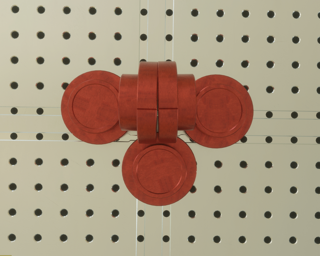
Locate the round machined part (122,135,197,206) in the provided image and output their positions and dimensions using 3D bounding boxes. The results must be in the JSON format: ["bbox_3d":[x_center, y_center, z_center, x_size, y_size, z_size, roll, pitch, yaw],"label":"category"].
[{"bbox_3d":[-0.001,0.054,0.405,0.099,0.042,0.097,0,90,-1],"label":"round machined part"}]

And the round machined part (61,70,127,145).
[{"bbox_3d":[-0.080,-0.027,0.404,0.099,0.042,0.097,0,90,-1],"label":"round machined part"}]

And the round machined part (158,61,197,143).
[{"bbox_3d":[0.019,-0.031,0.372,0.042,0.098,0.097,-1,90,0],"label":"round machined part"}]

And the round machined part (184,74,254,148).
[{"bbox_3d":[0.074,-0.022,0.405,0.099,0.042,0.097,0,90,-1],"label":"round machined part"}]

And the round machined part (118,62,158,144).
[{"bbox_3d":[-0.025,-0.030,0.370,0.042,0.098,0.097,1,90,0],"label":"round machined part"}]
